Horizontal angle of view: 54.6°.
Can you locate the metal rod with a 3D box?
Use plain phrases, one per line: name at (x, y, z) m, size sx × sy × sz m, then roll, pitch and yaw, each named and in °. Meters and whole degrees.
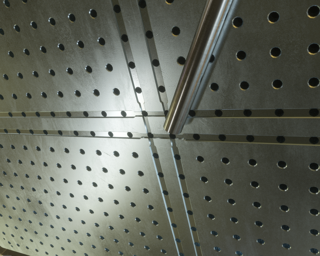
metal rod at (0.054, -0.113, 0.313) m, size 0.025 × 0.025 × 0.298 m, roll 27°, pitch 128°, yaw 11°
